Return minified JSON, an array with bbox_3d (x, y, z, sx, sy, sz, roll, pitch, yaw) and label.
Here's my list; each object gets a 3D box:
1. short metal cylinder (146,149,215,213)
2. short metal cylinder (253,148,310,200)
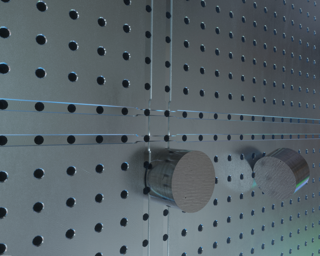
[{"bbox_3d":[0.029,0.069,0.417,0.081,0.050,0.079,0,90,-40],"label":"short metal cylinder"},{"bbox_3d":[0.216,0.081,0.554,0.050,0.080,0.079,-20,103,-38],"label":"short metal cylinder"}]
